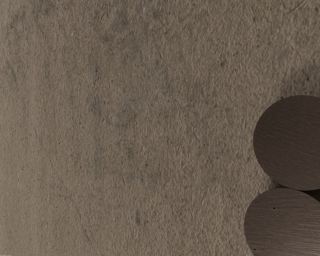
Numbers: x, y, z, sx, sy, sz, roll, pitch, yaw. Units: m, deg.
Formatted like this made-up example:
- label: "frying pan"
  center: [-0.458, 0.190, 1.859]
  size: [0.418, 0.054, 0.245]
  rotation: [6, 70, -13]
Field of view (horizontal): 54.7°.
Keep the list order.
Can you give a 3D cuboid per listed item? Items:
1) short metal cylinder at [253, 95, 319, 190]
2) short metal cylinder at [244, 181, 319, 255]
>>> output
- label: "short metal cylinder"
  center: [0.133, 0.012, 0.279]
  size: [0.080, 0.050, 0.079]
  rotation: [0, 90, 39]
- label: "short metal cylinder"
  center: [0.126, 0.091, 0.284]
  size: [0.080, 0.050, 0.079]
  rotation: [0, 90, 39]
